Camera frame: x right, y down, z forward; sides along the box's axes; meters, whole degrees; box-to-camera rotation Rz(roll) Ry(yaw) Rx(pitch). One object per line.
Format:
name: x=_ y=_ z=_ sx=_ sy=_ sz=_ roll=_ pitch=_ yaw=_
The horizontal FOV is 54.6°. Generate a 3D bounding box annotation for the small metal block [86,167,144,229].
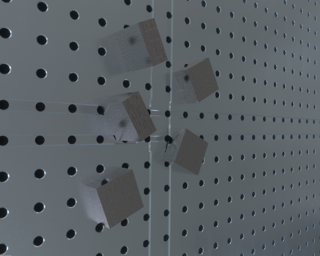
small metal block: x=-0.052 y=0.081 z=0.365 sx=0.050 sy=0.025 sz=0.050 roll=-25 pitch=106 yaw=-37

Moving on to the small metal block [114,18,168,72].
small metal block: x=-0.023 y=-0.098 z=0.372 sx=0.025 sy=0.050 sz=0.050 roll=-32 pitch=110 yaw=-35

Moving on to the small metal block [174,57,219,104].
small metal block: x=0.055 y=-0.069 z=0.454 sx=0.050 sy=0.025 sz=0.050 roll=-34 pitch=111 yaw=-35

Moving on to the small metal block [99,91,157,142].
small metal block: x=-0.038 y=-0.013 z=0.360 sx=0.025 sy=0.050 sz=0.050 roll=-37 pitch=113 yaw=-34

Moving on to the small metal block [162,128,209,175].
small metal block: x=0.037 y=0.034 z=0.439 sx=0.050 sy=0.025 sz=0.050 roll=32 pitch=70 yaw=-35
